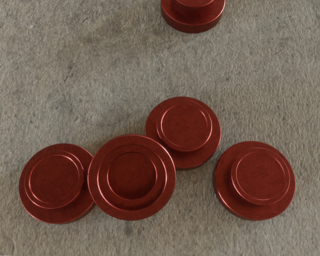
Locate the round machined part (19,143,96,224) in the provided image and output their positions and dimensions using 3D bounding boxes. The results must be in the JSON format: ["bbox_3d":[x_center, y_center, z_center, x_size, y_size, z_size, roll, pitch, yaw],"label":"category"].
[{"bbox_3d":[-0.121,0.065,0.374,0.099,0.042,0.098,0,70,0],"label":"round machined part"}]

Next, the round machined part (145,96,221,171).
[{"bbox_3d":[0.030,0.003,0.398,0.099,0.042,0.098,0,70,-1],"label":"round machined part"}]

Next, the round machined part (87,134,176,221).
[{"bbox_3d":[-0.033,0.055,0.366,0.099,0.042,0.097,0,93,-6],"label":"round machined part"}]

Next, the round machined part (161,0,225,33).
[{"bbox_3d":[0.050,-0.197,0.472,0.099,0.042,0.098,0,70,-1],"label":"round machined part"}]

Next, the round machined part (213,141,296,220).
[{"bbox_3d":[0.117,0.062,0.378,0.099,0.042,0.098,0,70,-1],"label":"round machined part"}]
